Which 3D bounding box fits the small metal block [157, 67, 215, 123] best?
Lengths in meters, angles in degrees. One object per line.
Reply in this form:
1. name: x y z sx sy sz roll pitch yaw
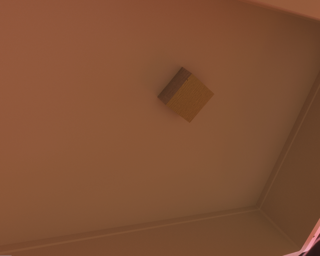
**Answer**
1. small metal block: 0.034 -0.042 0.403 0.050 0.025 0.050 34 99 -39
